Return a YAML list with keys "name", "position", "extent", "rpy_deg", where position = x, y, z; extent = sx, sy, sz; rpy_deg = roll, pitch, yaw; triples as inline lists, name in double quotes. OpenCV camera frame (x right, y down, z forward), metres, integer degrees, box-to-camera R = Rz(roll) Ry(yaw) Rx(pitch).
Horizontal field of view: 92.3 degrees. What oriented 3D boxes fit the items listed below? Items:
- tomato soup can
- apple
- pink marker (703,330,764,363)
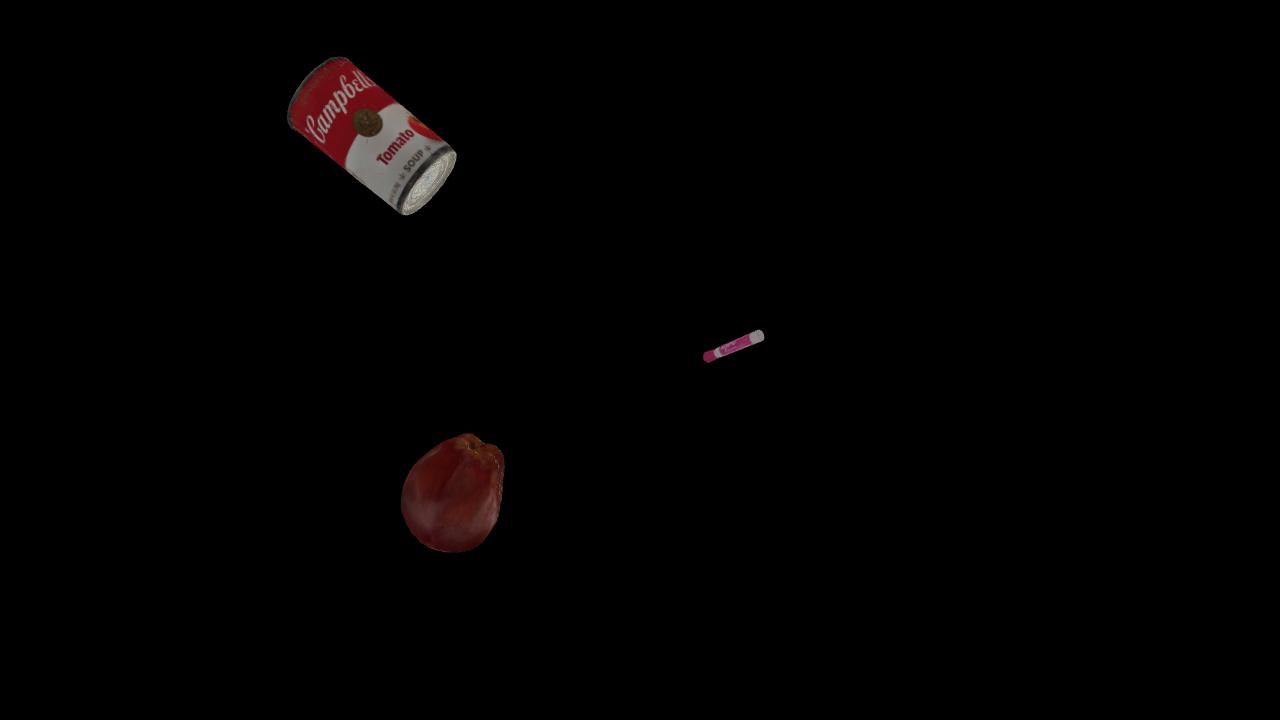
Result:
- name: "tomato soup can"
  position: [-0.202, -0.168, 0.471]
  extent: [0.101, 0.068, 0.068]
  rpy_deg: [40, -9, -11]
- name: "apple"
  position: [-0.149, 0.107, 0.495]
  extent: [0.079, 0.093, 0.079]
  rpy_deg: [22, 17, -7]
- name: "pink marker"
  position: [0.146, -0.020, 0.981]
  extent: [0.020, 0.020, 0.121]
  rpy_deg: [0, -17, -41]
